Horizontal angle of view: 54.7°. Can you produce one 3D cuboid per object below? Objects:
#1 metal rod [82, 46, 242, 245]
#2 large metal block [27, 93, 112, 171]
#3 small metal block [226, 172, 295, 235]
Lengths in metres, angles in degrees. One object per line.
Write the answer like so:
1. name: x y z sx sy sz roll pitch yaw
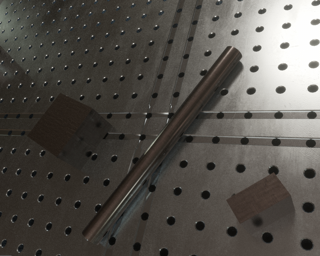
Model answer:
1. metal rod: 0.008 0.015 0.393 0.025 0.025 0.300 31 78 37
2. large metal block: -0.133 0.004 0.457 0.080 0.050 0.080 24 74 36
3. small metal block: 0.097 0.074 0.296 0.050 0.050 0.025 -32 52 7
